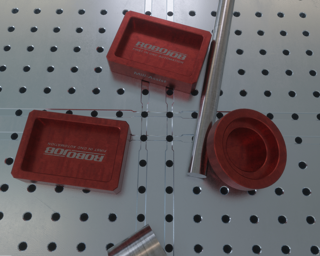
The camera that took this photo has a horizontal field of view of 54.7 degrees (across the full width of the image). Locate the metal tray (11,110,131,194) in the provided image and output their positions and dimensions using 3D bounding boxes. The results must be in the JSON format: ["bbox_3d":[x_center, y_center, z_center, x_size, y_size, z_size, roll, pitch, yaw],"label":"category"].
[{"bbox_3d":[-0.109,0.030,0.397,0.131,0.030,0.090,7,70,2],"label":"metal tray"}]

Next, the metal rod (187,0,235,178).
[{"bbox_3d":[0.077,-0.078,0.440,0.025,0.025,0.299,11,70,4],"label":"metal rod"}]

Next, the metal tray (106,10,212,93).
[{"bbox_3d":[0.000,-0.111,0.449,0.131,0.030,0.090,17,71,6],"label":"metal tray"}]

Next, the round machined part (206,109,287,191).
[{"bbox_3d":[0.102,0.029,0.384,0.099,0.042,0.098,5,72,-17],"label":"round machined part"}]

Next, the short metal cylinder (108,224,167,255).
[{"bbox_3d":[-0.013,0.150,0.327,0.050,0.080,0.080,-30,73,-10],"label":"short metal cylinder"}]
